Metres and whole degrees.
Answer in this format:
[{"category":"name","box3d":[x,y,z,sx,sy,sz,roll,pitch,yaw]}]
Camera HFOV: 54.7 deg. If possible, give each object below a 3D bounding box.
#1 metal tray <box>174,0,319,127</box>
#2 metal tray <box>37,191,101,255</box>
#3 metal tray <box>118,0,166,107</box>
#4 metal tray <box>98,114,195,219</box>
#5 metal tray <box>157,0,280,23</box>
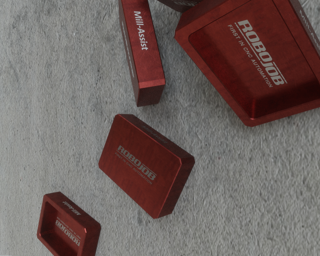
[{"category":"metal tray","box3d":[0.087,-0.062,0.272,0.090,0.130,0.030,-20,37,38]},{"category":"metal tray","box3d":[-0.161,0.179,0.534,0.130,0.030,0.089,23,104,37]},{"category":"metal tray","box3d":[-0.025,-0.100,0.387,0.090,0.030,0.129,117,141,-78]},{"category":"metal tray","box3d":[-0.024,0.047,0.422,0.130,0.030,0.089,34,111,34]},{"category":"metal tray","box3d":[0.047,-0.143,0.322,0.130,0.091,0.030,24,103,37]}]
